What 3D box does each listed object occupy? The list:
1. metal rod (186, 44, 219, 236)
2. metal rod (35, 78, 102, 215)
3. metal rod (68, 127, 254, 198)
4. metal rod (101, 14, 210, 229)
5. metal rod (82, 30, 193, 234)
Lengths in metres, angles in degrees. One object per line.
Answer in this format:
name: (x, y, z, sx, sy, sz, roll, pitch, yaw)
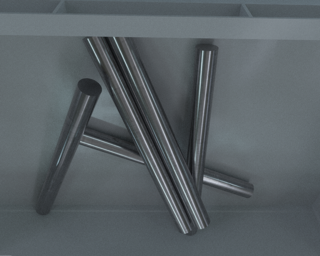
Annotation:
metal rod: (0.049, 0.038, 0.416, 0.025, 0.025, 0.298, 0, 123, -1)
metal rod: (-0.134, 0.047, 0.419, 0.025, 0.025, 0.298, 19, 136, -16)
metal rod: (0.007, 0.051, 0.452, 0.302, 0.025, 0.025, 20, 127, -17)
metal rod: (0.006, 0.012, 0.380, 0.025, 0.025, 0.299, -17, 117, 13)
metal rod: (-0.016, 0.024, 0.392, 0.025, 0.025, 0.299, -17, 117, 13)
